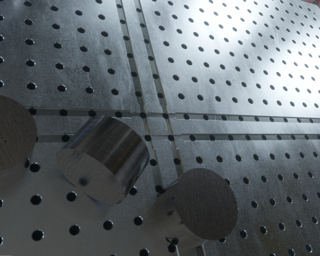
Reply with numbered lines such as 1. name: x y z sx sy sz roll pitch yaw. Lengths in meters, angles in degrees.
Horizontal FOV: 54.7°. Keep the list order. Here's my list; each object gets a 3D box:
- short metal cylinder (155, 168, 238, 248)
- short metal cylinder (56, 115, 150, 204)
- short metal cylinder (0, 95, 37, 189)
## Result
1. short metal cylinder: 0.041 0.093 0.358 0.081 0.050 0.080 14 56 -21
2. short metal cylinder: -0.058 0.033 0.321 0.080 0.080 0.050 37 51 -3
3. short metal cylinder: -0.163 0.014 0.295 0.081 0.050 0.080 14 56 -21
